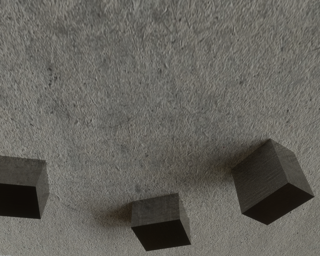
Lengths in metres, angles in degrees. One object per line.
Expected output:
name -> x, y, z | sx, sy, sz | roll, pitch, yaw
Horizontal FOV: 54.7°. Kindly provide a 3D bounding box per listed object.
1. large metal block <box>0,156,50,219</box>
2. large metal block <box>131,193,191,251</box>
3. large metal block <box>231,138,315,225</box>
large metal block -> -0.217, 0.089, 0.465 | 0.081, 0.050, 0.079 | 7, 130, -6
large metal block -> 0.003, 0.162, 0.529 | 0.080, 0.050, 0.080 | -13, 129, 10
large metal block -> 0.154, 0.076, 0.437 | 0.050, 0.080, 0.080 | 28, 125, -22
